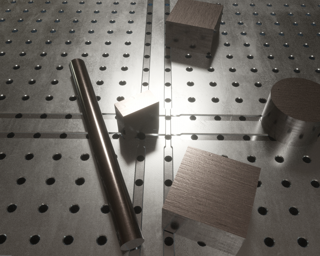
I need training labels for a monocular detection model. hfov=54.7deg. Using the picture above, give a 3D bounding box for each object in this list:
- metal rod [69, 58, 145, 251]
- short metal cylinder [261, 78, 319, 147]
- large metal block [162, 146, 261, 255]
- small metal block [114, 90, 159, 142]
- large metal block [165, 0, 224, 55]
[{"bbox_3d":[-0.079,0.008,0.399,0.025,0.025,0.300,-16,52,-13],"label":"metal rod"},{"bbox_3d":[0.182,-0.022,0.412,0.081,0.050,0.080,0,50,0],"label":"short metal cylinder"},{"bbox_3d":[0.054,0.075,0.329,0.080,0.050,0.080,17,52,13],"label":"large metal block"},{"bbox_3d":[-0.029,-0.016,0.404,0.050,0.050,0.025,-25,55,-20],"label":"small metal block"},{"bbox_3d":[0.060,-0.179,0.543,0.080,0.050,0.080,15,51,11],"label":"large metal block"}]
